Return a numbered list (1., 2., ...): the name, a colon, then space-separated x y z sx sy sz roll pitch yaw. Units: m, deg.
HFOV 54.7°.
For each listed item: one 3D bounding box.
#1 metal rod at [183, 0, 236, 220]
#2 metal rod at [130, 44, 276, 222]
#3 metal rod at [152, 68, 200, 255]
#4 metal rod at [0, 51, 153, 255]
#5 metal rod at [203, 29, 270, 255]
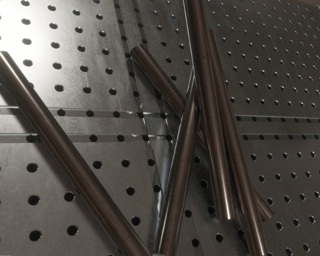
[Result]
1. metal rod: 0.062 -0.036 0.400 0.025 0.025 0.298 -5 84 -31
2. metal rod: 0.055 0.001 0.438 0.025 0.025 0.299 -30 79 -38
3. metal rod: 0.036 0.008 0.399 0.025 0.025 0.300 22 61 -15
4. metal rod: -0.096 0.037 0.334 0.025 0.025 0.299 -31 79 -38
5. metal rod: 0.092 0.011 0.409 0.025 0.025 0.298 -6 79 -31
